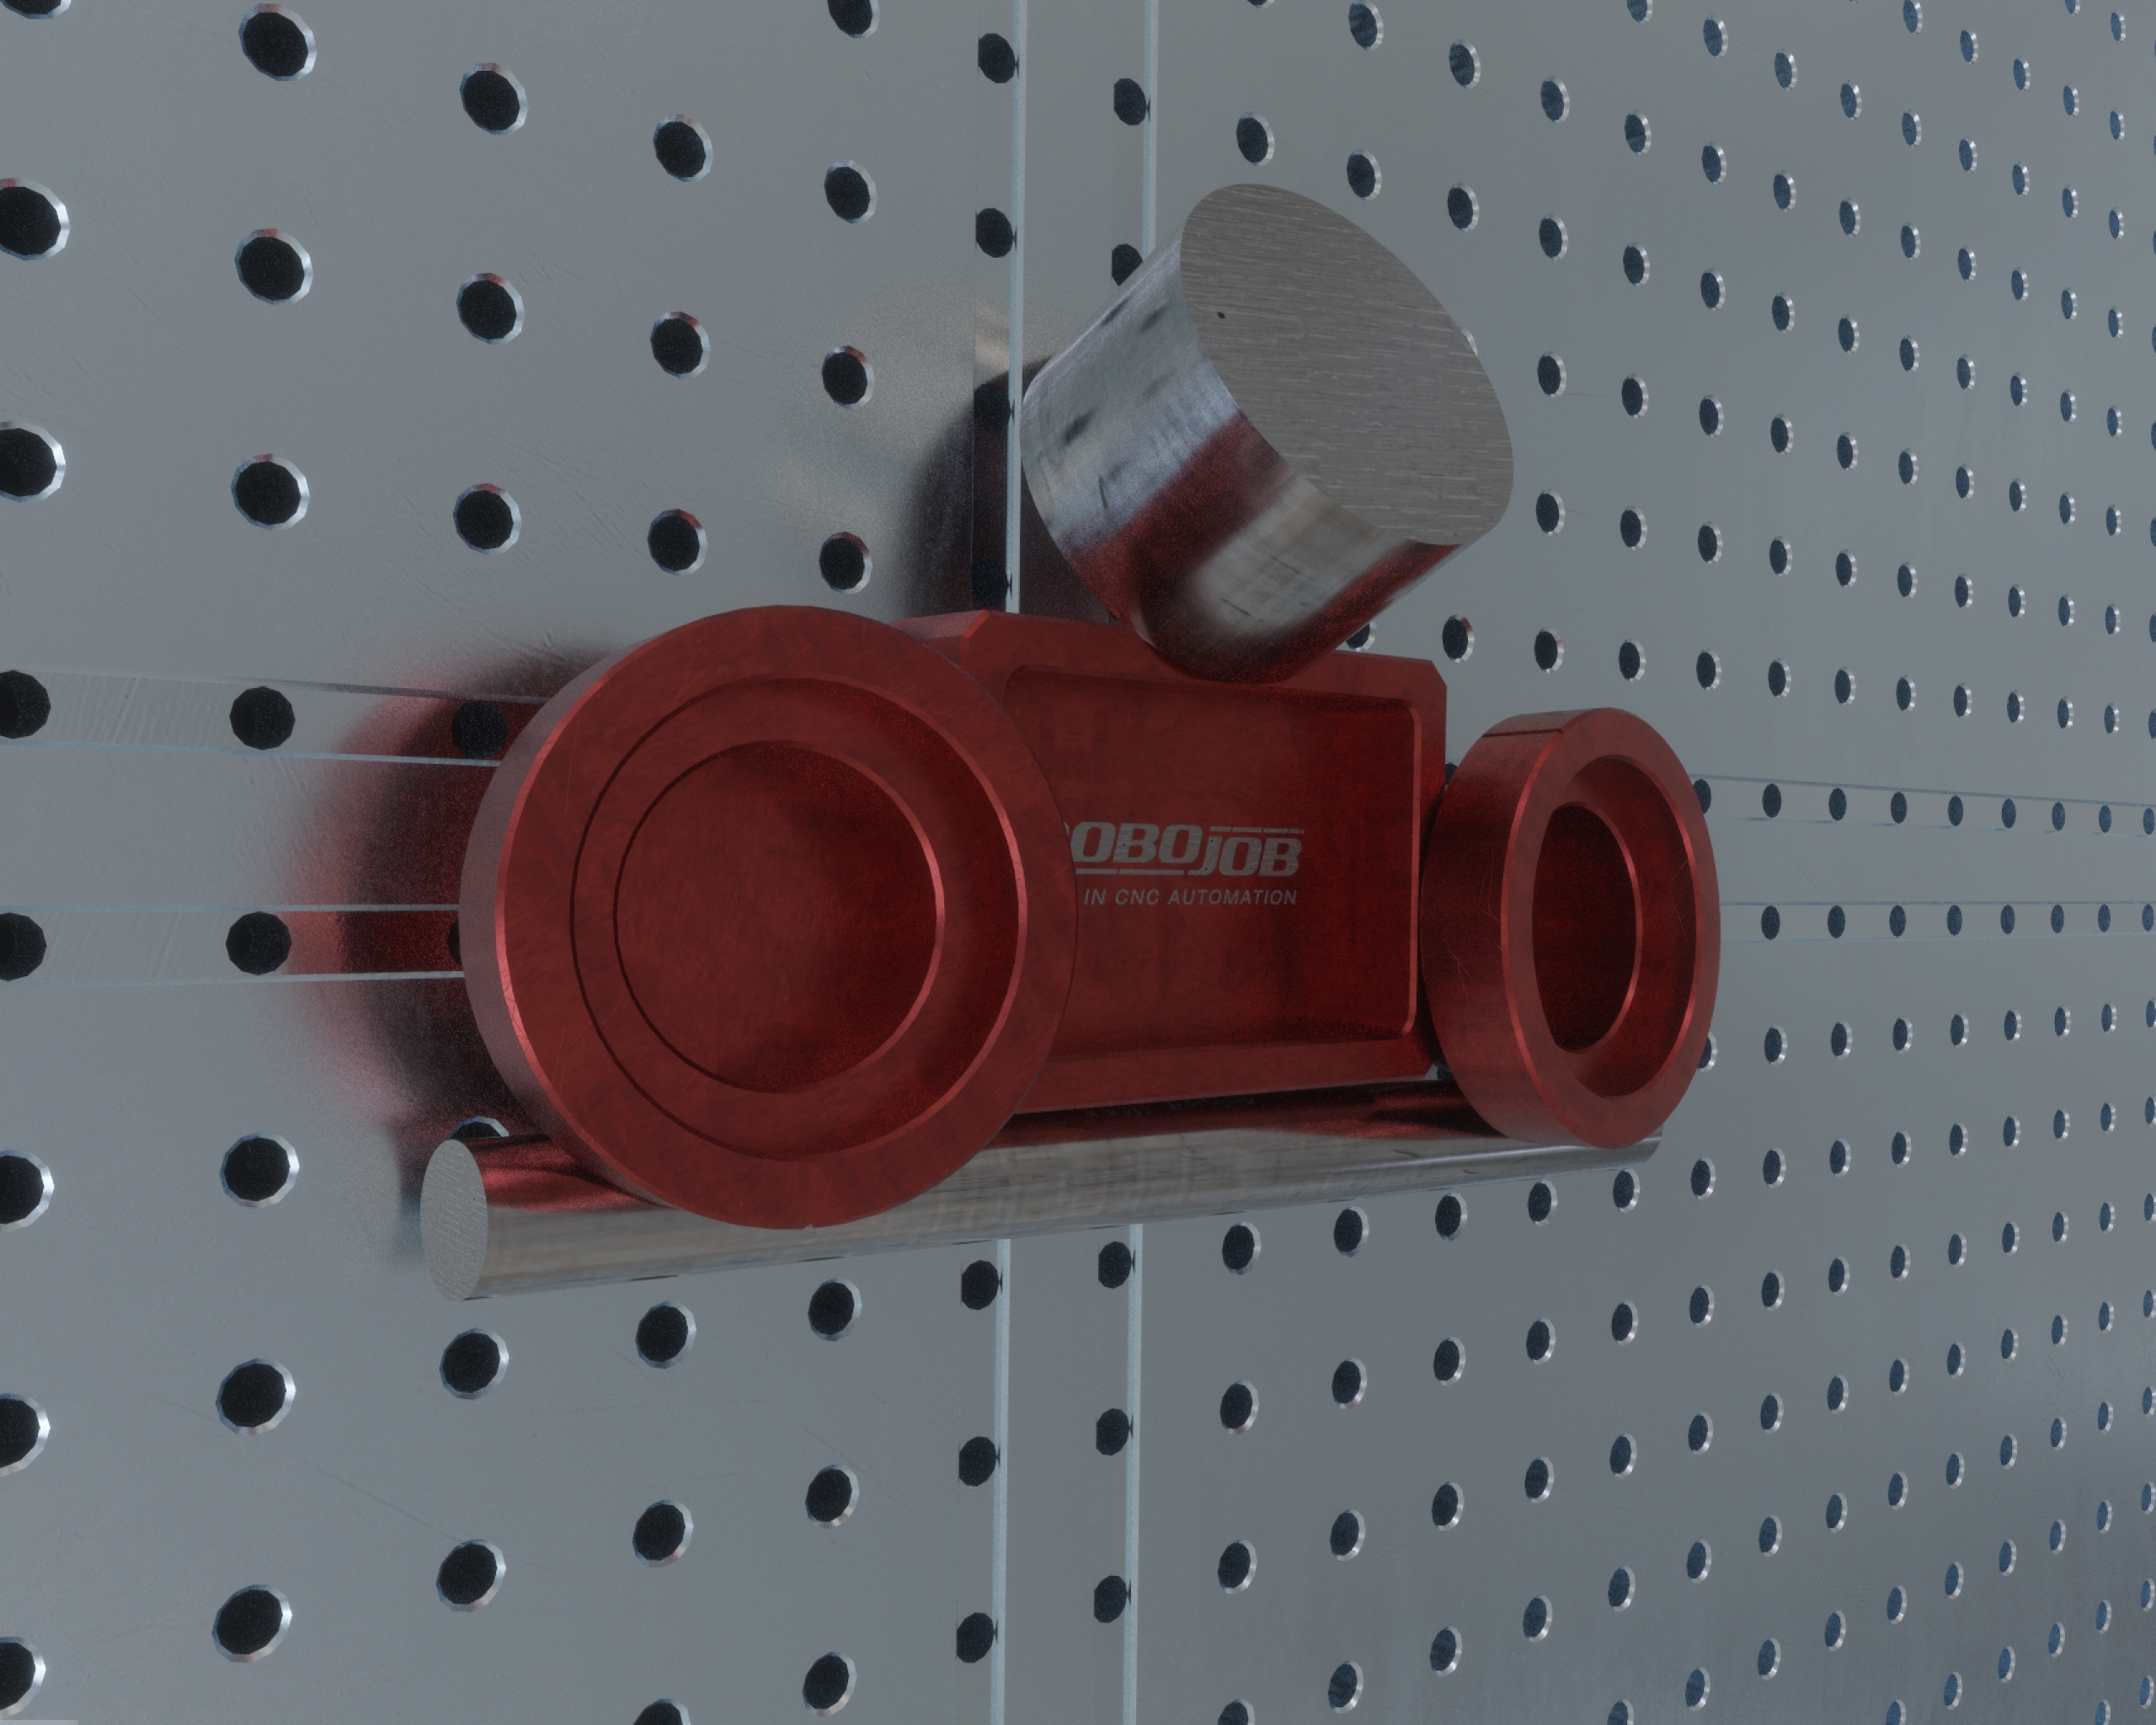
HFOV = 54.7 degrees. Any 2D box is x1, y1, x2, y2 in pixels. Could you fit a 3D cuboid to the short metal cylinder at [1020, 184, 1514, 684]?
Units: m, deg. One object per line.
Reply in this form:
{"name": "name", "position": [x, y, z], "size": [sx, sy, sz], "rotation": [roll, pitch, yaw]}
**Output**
{"name": "short metal cylinder", "position": [0.036, -0.081, 0.399], "size": [0.080, 0.050, 0.080], "rotation": [21, 52, -29]}

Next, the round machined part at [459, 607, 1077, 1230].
{"name": "round machined part", "position": [-0.053, 0.009, 0.343], "size": [0.099, 0.042, 0.097], "rotation": [2, 87, -32]}

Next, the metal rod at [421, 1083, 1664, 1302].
{"name": "metal rod", "position": [0.019, 0.059, 0.420], "size": [0.302, 0.025, 0.025], "rotation": [2, 89, -40]}

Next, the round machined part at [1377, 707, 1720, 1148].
{"name": "round machined part", "position": [0.104, 0.015, 0.475], "size": [0.099, 0.042, 0.097], "rotation": [2, 87, -47]}

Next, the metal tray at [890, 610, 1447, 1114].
{"name": "metal tray", "position": [0.020, 0.001, 0.417], "size": [0.131, 0.030, 0.089], "rotation": [1, 90, -40]}
